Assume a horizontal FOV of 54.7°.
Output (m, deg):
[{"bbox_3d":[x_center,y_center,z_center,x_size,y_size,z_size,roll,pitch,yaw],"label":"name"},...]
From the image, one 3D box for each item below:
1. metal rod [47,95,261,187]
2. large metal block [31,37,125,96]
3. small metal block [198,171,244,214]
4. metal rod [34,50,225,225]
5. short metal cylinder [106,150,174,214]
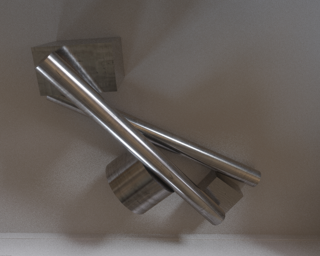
[{"bbox_3d":[-0.001,0.013,0.415,0.302,0.025,0.025,24,108,-9],"label":"metal rod"},{"bbox_3d":[-0.087,-0.073,0.353,0.081,0.080,0.050,-3,110,1],"label":"large metal block"},{"bbox_3d":[0.082,0.095,0.446,0.050,0.025,0.050,36,106,-13],"label":"small metal block"},{"bbox_3d":[-0.015,0.030,0.359,0.025,0.025,0.300,-38,119,13],"label":"metal rod"},{"bbox_3d":[-0.024,0.064,0.403,0.050,0.080,0.080,-38,106,12],"label":"short metal cylinder"}]
